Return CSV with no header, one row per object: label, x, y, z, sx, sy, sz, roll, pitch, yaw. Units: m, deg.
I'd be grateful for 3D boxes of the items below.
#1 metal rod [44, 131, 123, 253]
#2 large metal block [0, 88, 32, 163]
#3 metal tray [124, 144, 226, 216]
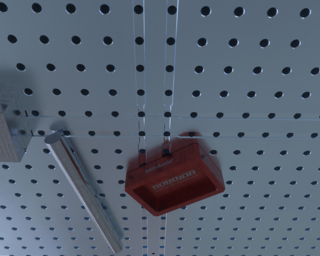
metal rod,-0.115,0.124,0.515,0.025,0.025,0.298,-9,130,7
large metal block,-0.218,-0.003,0.389,0.081,0.050,0.079,2,130,-2
metal tray,0.023,0.085,0.480,0.130,0.030,0.090,-26,126,20
